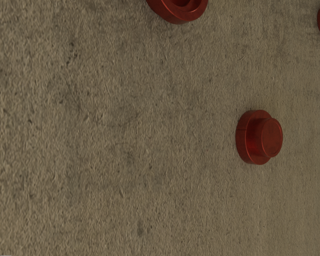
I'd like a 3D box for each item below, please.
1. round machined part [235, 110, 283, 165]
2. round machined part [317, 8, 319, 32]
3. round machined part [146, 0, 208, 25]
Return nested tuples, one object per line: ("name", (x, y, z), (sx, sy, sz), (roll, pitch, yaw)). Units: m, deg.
("round machined part", (0.179, 0.016, 0.544), (0.099, 0.042, 0.097), (0, 90, -40))
("round machined part", (0.409, -0.258, 0.736), (0.099, 0.042, 0.097), (0, 90, -40))
("round machined part", (0.016, -0.185, 0.406), (0.099, 0.042, 0.097), (0, 90, -40))
